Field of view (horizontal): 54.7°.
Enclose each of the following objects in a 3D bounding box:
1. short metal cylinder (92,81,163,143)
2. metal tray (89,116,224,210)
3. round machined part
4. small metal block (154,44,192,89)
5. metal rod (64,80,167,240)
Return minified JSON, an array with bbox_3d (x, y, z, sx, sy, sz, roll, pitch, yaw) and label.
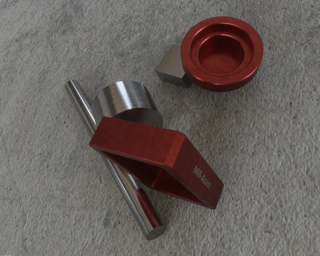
[{"bbox_3d":[-0.042,-0.014,0.398,0.080,0.080,0.050,-31,52,8],"label":"short metal cylinder"},{"bbox_3d":[0.002,0.039,0.311,0.090,0.130,0.030,11,68,32],"label":"metal tray"},{"bbox_3d":[0.077,-0.089,0.393,0.099,0.042,0.098,-2,69,7],"label":"round machined part"},{"bbox_3d":[0.029,-0.089,0.442,0.050,0.025,0.050,24,74,36],"label":"small metal block"},{"bbox_3d":[-0.076,0.022,0.428,0.025,0.025,0.300,-39,51,1],"label":"metal rod"}]
